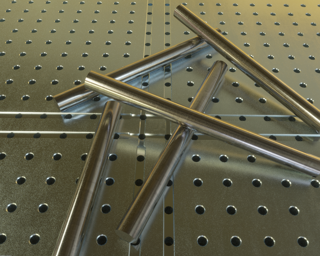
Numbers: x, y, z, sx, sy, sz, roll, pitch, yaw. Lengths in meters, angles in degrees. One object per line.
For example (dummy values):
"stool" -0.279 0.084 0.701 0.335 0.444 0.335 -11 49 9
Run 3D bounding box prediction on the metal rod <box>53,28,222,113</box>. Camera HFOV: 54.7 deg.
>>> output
"metal rod" -0.021 -0.099 0.490 0.302 0.025 0.025 -28 56 -22

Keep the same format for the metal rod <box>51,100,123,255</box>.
"metal rod" -0.085 0.084 0.335 0.025 0.025 0.300 6 50 5

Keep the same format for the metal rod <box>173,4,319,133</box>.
"metal rod" 0.126 -0.102 0.474 0.025 0.025 0.300 -32 63 -24

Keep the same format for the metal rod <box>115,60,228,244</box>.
"metal rod" 0.030 0.007 0.402 0.025 0.025 0.301 21 53 16

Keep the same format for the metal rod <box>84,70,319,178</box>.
"metal rod" 0.049 -0.007 0.383 0.301 0.025 0.025 21 53 5
